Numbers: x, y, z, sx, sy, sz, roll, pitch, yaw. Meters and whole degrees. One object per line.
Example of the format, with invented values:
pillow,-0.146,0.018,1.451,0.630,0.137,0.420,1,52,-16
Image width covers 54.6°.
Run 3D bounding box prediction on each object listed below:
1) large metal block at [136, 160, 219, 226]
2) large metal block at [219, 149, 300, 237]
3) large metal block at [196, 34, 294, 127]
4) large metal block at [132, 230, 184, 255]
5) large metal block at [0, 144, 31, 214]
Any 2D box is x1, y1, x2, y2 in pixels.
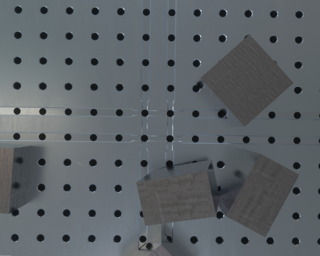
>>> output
large metal block,0.026,0.076,0.378,0.080,0.080,0.050,-12,90,13
large metal block,0.115,0.075,0.387,0.050,0.080,0.080,29,90,0
large metal block,0.106,-0.058,0.401,0.080,0.050,0.080,-42,90,0
large metal block,-0.002,0.197,0.401,0.080,0.050,0.080,-41,90,0
large metal block,-0.220,0.061,0.400,0.080,0.050,0.080,4,90,0
